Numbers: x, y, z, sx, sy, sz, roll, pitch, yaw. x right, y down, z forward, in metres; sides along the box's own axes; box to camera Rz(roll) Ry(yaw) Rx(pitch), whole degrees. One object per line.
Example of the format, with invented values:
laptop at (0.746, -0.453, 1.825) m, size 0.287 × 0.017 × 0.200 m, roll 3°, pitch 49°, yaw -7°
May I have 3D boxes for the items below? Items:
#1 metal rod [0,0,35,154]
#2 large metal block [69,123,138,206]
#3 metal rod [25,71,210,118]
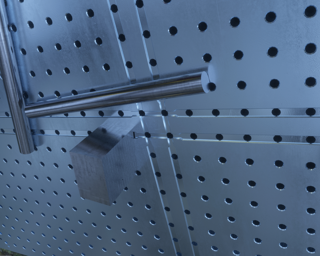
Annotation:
metal rod at (-0.231, -0.085, 0.477) m, size 0.025 × 0.025 × 0.298 m, roll 16°, pitch 125°, yaw 18°
large metal block at (-0.077, 0.050, 0.445) m, size 0.050 × 0.080 × 0.079 m, roll 10°, pitch 123°, yaw 22°
metal rod at (-0.078, -0.040, 0.425) m, size 0.300 × 0.025 × 0.025 m, roll -5°, pitch 116°, yaw 30°
